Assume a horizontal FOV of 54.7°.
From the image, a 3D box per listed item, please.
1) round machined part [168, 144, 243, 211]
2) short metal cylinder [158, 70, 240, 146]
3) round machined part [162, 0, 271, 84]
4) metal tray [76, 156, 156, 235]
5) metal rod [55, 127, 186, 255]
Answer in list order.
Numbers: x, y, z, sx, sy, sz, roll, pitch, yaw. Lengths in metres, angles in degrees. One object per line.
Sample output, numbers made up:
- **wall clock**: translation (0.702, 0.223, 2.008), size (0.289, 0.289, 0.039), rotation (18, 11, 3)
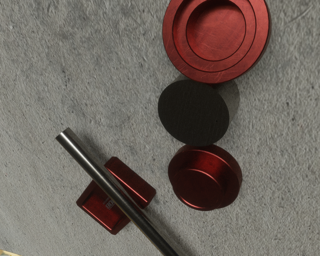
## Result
- **round machined part**: translation (0.055, 0.070, 0.409), size (0.098, 0.042, 0.097), rotation (13, 124, 20)
- **short metal cylinder**: translation (0.045, -0.026, 0.350), size (0.080, 0.050, 0.079), rotation (13, 124, 20)
- **round machined part**: translation (0.055, -0.093, 0.297), size (0.098, 0.042, 0.097), rotation (5, 104, 23)
- **metal tray**: translation (-0.076, 0.116, 0.513), size (0.090, 0.030, 0.129), rotation (40, 129, 0)
- **metal rod**: translation (-0.043, 0.119, 0.462), size (0.300, 0.025, 0.025), rotation (49, 128, -7)
